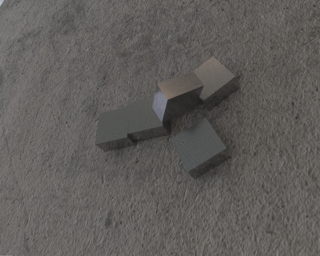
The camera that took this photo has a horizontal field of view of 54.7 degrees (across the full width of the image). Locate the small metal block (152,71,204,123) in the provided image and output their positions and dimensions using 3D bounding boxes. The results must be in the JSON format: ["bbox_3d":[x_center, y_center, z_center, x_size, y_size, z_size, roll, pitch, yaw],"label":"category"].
[{"bbox_3d":[0.021,-0.038,0.383,0.050,0.050,0.025,-23,66,-20],"label":"small metal block"}]

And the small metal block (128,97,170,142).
[{"bbox_3d":[-0.014,-0.013,0.419,0.050,0.025,0.050,-13,56,21],"label":"small metal block"}]

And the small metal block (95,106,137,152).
[{"bbox_3d":[-0.060,0.002,0.434,0.050,0.025,0.050,-12,56,21],"label":"small metal block"}]

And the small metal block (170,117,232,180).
[{"bbox_3d":[0.048,0.024,0.364,0.050,0.025,0.050,-33,52,7],"label":"small metal block"}]

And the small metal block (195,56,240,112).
[{"bbox_3d":[0.067,-0.058,0.405,0.050,0.025,0.050,-38,51,3],"label":"small metal block"}]
